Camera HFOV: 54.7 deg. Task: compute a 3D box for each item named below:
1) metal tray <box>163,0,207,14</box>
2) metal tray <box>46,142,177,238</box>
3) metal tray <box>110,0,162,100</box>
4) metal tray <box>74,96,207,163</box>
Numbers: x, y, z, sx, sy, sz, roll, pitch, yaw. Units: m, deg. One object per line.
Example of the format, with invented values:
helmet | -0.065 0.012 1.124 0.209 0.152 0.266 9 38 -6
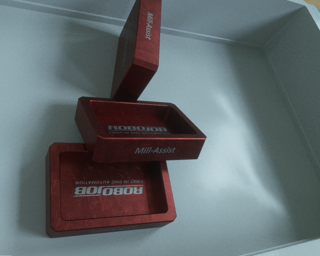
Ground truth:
metal tray | 0.018 -0.269 0.580 0.131 0.030 0.090 3 60 -27
metal tray | -0.053 0.064 0.335 0.131 0.030 0.090 4 60 -27
metal tray | -0.032 -0.104 0.411 0.030 0.090 0.130 16 55 -20
metal tray | -0.023 0.000 0.361 0.131 0.030 0.090 1 31 -30
